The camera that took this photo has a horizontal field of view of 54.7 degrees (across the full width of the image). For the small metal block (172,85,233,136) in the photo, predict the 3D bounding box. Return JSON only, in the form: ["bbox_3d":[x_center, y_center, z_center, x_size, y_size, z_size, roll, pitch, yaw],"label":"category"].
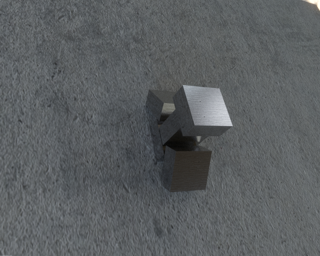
[{"bbox_3d":[0.047,-0.019,0.347,0.050,0.025,0.050,1,61,-28],"label":"small metal block"}]

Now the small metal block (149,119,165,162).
[{"bbox_3d":[0.018,0.017,0.407,0.050,0.025,0.050,2,61,-27],"label":"small metal block"}]

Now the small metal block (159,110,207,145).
[{"bbox_3d":[0.034,-0.001,0.377,0.050,0.050,0.025,2,61,-28],"label":"small metal block"}]

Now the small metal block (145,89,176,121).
[{"bbox_3d":[0.015,-0.030,0.417,0.050,0.025,0.050,2,25,-27],"label":"small metal block"}]

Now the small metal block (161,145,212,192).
[{"bbox_3d":[0.032,0.049,0.378,0.050,0.025,0.050,2,101,-28],"label":"small metal block"}]
